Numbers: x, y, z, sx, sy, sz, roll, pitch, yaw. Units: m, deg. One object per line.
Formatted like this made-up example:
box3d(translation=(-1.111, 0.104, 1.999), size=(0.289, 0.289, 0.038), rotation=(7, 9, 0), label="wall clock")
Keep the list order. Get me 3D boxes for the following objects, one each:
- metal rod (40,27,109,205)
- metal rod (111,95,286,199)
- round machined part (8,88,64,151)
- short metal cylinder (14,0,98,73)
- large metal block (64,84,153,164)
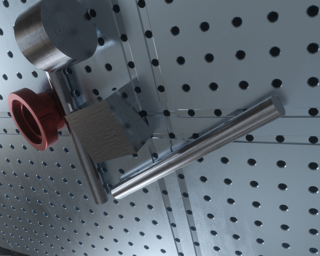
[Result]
box3d(translation=(-0.132, -0.005, 0.477), size=(0.025, 0.025, 0.298), rotation=(2, 119, 27), label="metal rod")
box3d(translation=(0.028, 0.041, 0.421), size=(0.299, 0.025, 0.025), rotation=(-34, 100, 38), label="metal rod")
box3d(translation=(-0.187, -0.017, 0.478), size=(0.098, 0.042, 0.097), rotation=(26, 133, 31), label="round machined part")
box3d(translation=(-0.122, -0.112, 0.371), size=(0.050, 0.080, 0.080), rotation=(-13, 112, 34), label="short metal cylinder")
box3d(translation=(-0.070, -0.004, 0.430), size=(0.080, 0.050, 0.080), rotation=(-17, 110, 35), label="large metal block")
